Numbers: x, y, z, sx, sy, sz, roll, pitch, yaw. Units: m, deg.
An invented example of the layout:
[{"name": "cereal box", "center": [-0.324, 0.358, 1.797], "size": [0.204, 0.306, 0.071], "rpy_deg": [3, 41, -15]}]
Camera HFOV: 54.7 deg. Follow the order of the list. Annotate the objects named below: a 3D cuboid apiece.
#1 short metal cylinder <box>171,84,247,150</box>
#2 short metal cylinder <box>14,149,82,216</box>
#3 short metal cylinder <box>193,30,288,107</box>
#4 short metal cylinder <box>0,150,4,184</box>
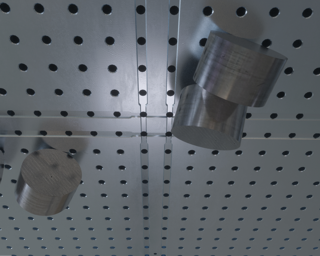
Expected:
[{"name": "short metal cylinder", "center": [0.058, -0.010, 0.363], "size": [0.080, 0.050, 0.080], "rpy_deg": [14, 163, 4]}, {"name": "short metal cylinder", "center": [-0.158, 0.076, 0.439], "size": [0.080, 0.080, 0.050], "rpy_deg": [21, 127, -17]}, {"name": "short metal cylinder", "center": [0.080, -0.062, 0.317], "size": [0.081, 0.080, 0.050], "rpy_deg": [14, 115, -12]}, {"name": "short metal cylinder", "center": [-0.258, 0.065, 0.429], "size": [0.050, 0.080, 0.079], "rpy_deg": [10, 129, -9]}]
